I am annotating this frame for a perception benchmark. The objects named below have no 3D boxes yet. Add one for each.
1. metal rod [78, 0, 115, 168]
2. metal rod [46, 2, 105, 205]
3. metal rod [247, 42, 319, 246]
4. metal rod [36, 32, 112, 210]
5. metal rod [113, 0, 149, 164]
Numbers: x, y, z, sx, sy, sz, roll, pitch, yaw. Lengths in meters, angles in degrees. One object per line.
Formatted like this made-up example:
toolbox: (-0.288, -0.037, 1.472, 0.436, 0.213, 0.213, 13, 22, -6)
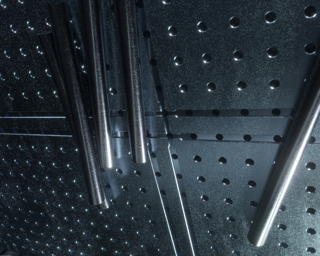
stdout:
metal rod: (-0.083, -0.071, 0.409, 0.025, 0.025, 0.298, 14, 124, 20)
metal rod: (-0.115, -0.019, 0.441, 0.025, 0.025, 0.298, 6, 116, 24)
metal rod: (0.147, 0.032, 0.352, 0.025, 0.025, 0.298, 18, 125, 17)
metal rod: (-0.124, 0.004, 0.476, 0.025, 0.025, 0.298, 3, 120, 26)
metal rod: (-0.036, -0.084, 0.376, 0.025, 0.025, 0.298, 11, 123, 22)
